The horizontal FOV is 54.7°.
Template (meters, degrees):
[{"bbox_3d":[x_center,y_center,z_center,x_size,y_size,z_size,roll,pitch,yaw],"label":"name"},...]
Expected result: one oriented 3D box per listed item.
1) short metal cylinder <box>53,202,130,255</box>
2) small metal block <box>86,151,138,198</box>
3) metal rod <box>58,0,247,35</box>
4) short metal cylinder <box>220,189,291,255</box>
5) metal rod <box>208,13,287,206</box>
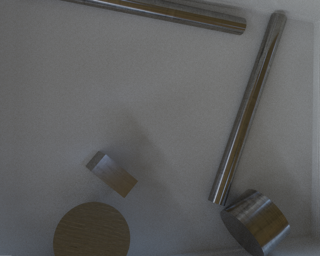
[{"bbox_3d":[-0.078,0.130,0.352,0.081,0.050,0.080,7,60,-12],"label":"short metal cylinder"},{"bbox_3d":[-0.060,0.055,0.376,0.050,0.050,0.025,43,77,-16],"label":"small metal block"},{"bbox_3d":[-0.021,-0.158,0.403,0.302,0.025,0.025,4,89,-21],"label":"metal rod"},{"bbox_3d":[0.131,0.133,0.432,0.050,0.080,0.080,-35,102,-17],"label":"short metal cylinder"},{"bbox_3d":[0.132,-0.032,0.460,0.025,0.025,0.299,23,82,-19],"label":"metal rod"}]
